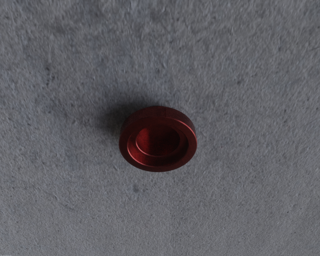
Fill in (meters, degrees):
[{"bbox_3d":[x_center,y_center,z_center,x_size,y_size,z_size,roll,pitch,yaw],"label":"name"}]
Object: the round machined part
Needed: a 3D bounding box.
[{"bbox_3d":[-0.003,0.010,0.405,0.099,0.042,0.097,-1,130,0],"label":"round machined part"}]
